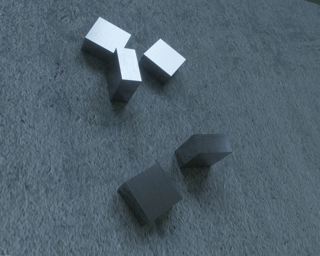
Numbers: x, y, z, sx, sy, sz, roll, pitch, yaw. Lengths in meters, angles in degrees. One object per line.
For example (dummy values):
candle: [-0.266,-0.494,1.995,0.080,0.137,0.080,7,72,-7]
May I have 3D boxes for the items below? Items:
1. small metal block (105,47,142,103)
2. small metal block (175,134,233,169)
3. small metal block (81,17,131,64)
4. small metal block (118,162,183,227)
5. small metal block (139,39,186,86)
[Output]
small metal block: [-0.049,-0.068,0.402,0.025,0.050,0.050,2,61,-28]
small metal block: [0.055,0.030,0.399,0.050,0.050,0.025,1,62,-28]
small metal block: [-0.075,-0.121,0.437,0.050,0.025,0.050,27,52,-11]
small metal block: [-0.011,0.075,0.352,0.050,0.025,0.050,-26,76,-37]
small metal block: [0.003,-0.099,0.466,0.050,0.025,0.050,39,51,-2]
